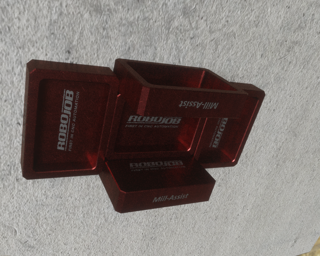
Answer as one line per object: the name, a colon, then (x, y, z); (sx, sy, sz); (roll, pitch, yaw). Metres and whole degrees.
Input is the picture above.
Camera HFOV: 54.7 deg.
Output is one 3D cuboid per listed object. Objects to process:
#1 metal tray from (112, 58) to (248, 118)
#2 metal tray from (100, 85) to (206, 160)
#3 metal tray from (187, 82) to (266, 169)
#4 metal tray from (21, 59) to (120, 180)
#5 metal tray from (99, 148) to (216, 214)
metal tray: (0.021, -0.045, 0.352); (0.131, 0.090, 0.030); (0, 119, -29)
metal tray: (-0.006, -0.007, 0.399); (0.131, 0.030, 0.089); (1, 118, -29)
metal tray: (0.091, -0.002, 0.456); (0.091, 0.030, 0.129); (0, 118, -29)
metal tray: (-0.102, -0.006, 0.346); (0.091, 0.030, 0.129); (0, 118, -29)
metal tray: (-0.006, 0.061, 0.400); (0.131, 0.090, 0.030); (0, 118, -29)
